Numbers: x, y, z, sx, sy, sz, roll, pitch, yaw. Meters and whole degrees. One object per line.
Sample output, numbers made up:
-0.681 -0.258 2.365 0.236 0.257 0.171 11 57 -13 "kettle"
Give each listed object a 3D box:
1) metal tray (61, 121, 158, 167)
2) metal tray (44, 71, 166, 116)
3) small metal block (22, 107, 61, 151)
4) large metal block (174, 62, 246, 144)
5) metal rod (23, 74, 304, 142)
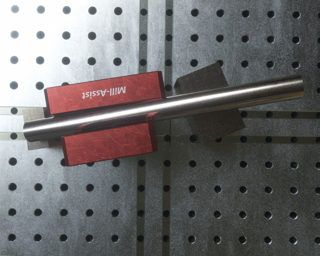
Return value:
-0.050 0.015 0.360 0.091 0.130 0.030 -9 91 -1 "metal tray"
-0.061 -0.039 0.379 0.131 0.090 0.030 -9 91 -1 "metal tray"
-0.150 0.001 0.399 0.025 0.050 0.050 -8 90 0 "small metal block"
0.057 -0.028 0.386 0.050 0.080 0.080 -23 90 0 "large metal block"
-0.005 -0.019 0.338 0.301 0.025 0.025 -9 90 9 "metal rod"
